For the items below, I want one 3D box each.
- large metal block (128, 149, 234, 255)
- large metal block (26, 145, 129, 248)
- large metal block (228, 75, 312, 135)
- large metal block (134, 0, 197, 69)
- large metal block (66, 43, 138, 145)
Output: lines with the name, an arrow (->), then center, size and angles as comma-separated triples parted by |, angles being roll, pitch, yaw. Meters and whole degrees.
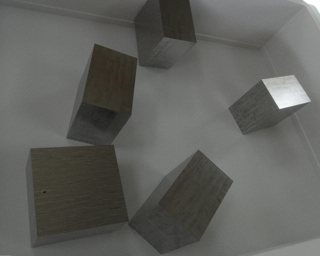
large metal block -> 0.021, 0.081, 0.334 | 0.050, 0.080, 0.080 | 43, 51, 1
large metal block -> -0.084, 0.065, 0.306 | 0.081, 0.050, 0.080 | -1, 62, -29
large metal block -> 0.171, -0.036, 0.487 | 0.081, 0.080, 0.050 | -12, 68, -34
large metal block -> 0.005, -0.142, 0.453 | 0.050, 0.080, 0.080 | 1, 72, -28
large metal block -> -0.067, -0.034, 0.356 | 0.050, 0.080, 0.080 | 16, 55, -20
